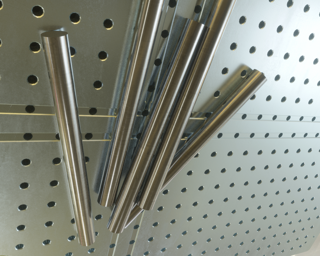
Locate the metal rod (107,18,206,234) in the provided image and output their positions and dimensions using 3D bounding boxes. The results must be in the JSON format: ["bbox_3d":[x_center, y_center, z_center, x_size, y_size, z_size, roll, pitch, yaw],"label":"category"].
[{"bbox_3d":[-0.011,0.010,0.401,0.025,0.025,0.298,11,110,-33],"label":"metal rod"}]

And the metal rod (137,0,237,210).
[{"bbox_3d":[0.029,-0.025,0.398,0.025,0.025,0.298,10,109,-33],"label":"metal rod"}]

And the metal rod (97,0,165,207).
[{"bbox_3d":[-0.038,-0.029,0.373,0.025,0.025,0.298,2,118,-30],"label":"metal rod"}]

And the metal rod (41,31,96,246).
[{"bbox_3d":[-0.104,0.036,0.377,0.025,0.025,0.298,-13,124,-22],"label":"metal rod"}]

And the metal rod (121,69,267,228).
[{"bbox_3d":[0.042,0.033,0.456,0.300,0.025,0.025,-47,130,4],"label":"metal rod"}]
